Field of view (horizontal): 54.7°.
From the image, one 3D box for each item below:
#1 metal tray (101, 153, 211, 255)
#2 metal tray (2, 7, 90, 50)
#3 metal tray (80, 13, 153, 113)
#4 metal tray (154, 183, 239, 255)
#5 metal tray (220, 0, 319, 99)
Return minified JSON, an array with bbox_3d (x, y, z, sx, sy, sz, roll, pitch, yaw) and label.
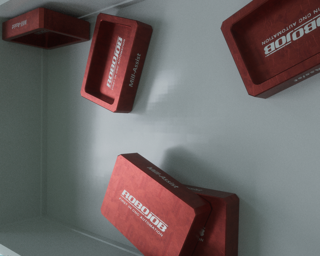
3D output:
[{"bbox_3d":[-0.012,0.098,0.373,0.130,0.030,0.089,31,109,36],"label":"metal tray"},{"bbox_3d":[-0.194,-0.164,0.524,0.130,0.091,0.030,3,92,40],"label":"metal tray"},{"bbox_3d":[-0.068,-0.096,0.459,0.090,0.030,0.129,26,106,37],"label":"metal tray"},{"bbox_3d":[0.029,0.117,0.380,0.130,0.030,0.089,2,92,40],"label":"metal tray"},{"bbox_3d":[0.132,-0.095,0.294,0.130,0.030,0.090,-29,72,36],"label":"metal tray"}]
